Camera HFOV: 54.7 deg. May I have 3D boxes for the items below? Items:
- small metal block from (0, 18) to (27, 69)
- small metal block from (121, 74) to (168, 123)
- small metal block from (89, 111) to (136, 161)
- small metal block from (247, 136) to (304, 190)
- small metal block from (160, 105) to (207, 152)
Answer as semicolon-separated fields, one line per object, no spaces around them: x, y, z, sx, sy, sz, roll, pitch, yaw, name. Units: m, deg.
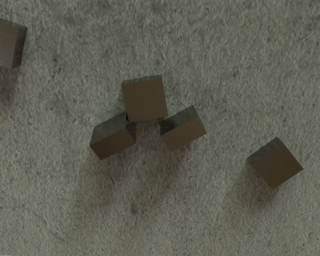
-0.193;-0.104;0.369;0.050;0.025;0.050;17;109;-7;small metal block
-0.019;-0.038;0.396;0.050;0.025;0.050;-9;110;2;small metal block
-0.059;0.009;0.397;0.050;0.050;0.025;-26;116;9;small metal block
0.160;0.049;0.430;0.050;0.025;0.050;-39;106;12;small metal block
0.028;-0.001;0.397;0.050;0.050;0.025;-28;108;9;small metal block
